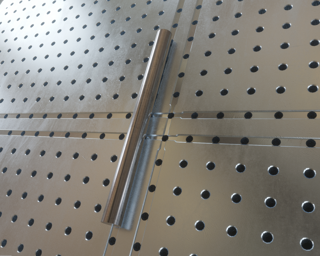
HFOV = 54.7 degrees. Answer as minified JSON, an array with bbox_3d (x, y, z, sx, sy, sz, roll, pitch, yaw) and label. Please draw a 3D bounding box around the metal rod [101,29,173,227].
[{"bbox_3d":[-0.025,-0.017,0.430,0.025,0.025,0.300,0,61,28],"label":"metal rod"}]
